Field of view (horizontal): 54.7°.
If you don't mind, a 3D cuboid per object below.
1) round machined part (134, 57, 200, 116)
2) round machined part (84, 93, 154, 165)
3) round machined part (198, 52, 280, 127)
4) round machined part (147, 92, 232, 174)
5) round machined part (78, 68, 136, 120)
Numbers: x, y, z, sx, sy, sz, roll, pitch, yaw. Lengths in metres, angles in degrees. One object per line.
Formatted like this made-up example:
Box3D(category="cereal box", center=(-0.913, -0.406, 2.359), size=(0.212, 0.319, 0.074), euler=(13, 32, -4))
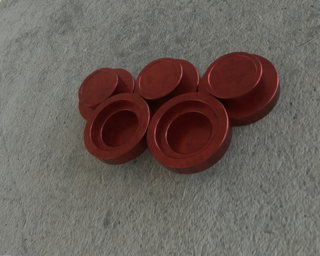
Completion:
Box3D(category="round machined part", center=(0.006, -0.057, 0.425), size=(0.098, 0.042, 0.098), euler=(-13, 56, 20))
Box3D(category="round machined part", center=(-0.049, 0.005, 0.416), size=(0.098, 0.042, 0.098), euler=(-13, 56, 20))
Box3D(category="round machined part", center=(0.093, -0.054, 0.378), size=(0.098, 0.042, 0.098), euler=(-13, 56, 20))
Box3D(category="round machined part", center=(0.037, 0.010, 0.368), size=(0.098, 0.042, 0.098), euler=(-13, 56, 20))
Box3D(category="round machined part", center=(-0.083, -0.052, 0.468), size=(0.098, 0.042, 0.098), euler=(-13, 56, 20))
